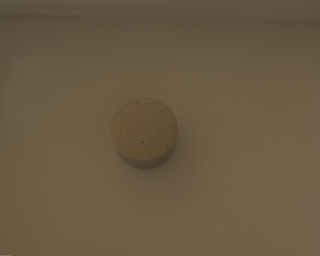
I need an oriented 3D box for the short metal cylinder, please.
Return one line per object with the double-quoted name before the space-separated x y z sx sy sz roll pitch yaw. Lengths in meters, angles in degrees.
"short metal cylinder" -0.019 0.008 0.393 0.081 0.050 0.080 0 70 0
